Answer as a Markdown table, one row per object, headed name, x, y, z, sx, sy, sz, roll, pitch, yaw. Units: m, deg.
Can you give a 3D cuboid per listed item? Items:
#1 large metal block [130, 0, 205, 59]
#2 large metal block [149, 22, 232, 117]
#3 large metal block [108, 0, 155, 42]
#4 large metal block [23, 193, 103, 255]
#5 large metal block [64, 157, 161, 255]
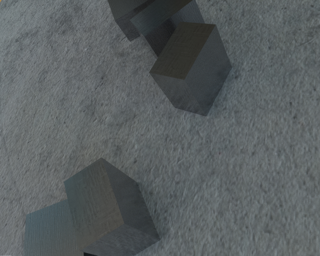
| name | x | y | z | sx | sy | sz | roll | pitch | yaw |
| --- | --- | --- | --- | --- | --- | --- | --- | --- | --- |
| large metal block | 0.018 | -0.139 | 0.443 | 0.080 | 0.080 | 0.050 | -37 | 51 | 4 |
| large metal block | 0.042 | -0.073 | 0.390 | 0.050 | 0.080 | 0.080 | 18 | 71 | 35 |
| large metal block | -0.039 | -0.209 | 0.535 | 0.080 | 0.050 | 0.080 | -28 | 52 | 10 |
| large metal block | -0.108 | 0.133 | 0.361 | 0.080 | 0.050 | 0.080 | -23 | 54 | 14 |
| large metal block | -0.052 | 0.091 | 0.338 | 0.050 | 0.080 | 0.080 | -33 | 52 | 6 |
